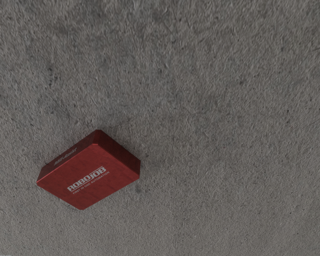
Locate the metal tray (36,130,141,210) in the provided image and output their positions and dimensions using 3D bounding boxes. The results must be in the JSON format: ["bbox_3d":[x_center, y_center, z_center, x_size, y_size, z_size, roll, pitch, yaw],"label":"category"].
[{"bbox_3d":[-0.105,0.067,0.459,0.130,0.030,0.090,-32,123,24],"label":"metal tray"}]
